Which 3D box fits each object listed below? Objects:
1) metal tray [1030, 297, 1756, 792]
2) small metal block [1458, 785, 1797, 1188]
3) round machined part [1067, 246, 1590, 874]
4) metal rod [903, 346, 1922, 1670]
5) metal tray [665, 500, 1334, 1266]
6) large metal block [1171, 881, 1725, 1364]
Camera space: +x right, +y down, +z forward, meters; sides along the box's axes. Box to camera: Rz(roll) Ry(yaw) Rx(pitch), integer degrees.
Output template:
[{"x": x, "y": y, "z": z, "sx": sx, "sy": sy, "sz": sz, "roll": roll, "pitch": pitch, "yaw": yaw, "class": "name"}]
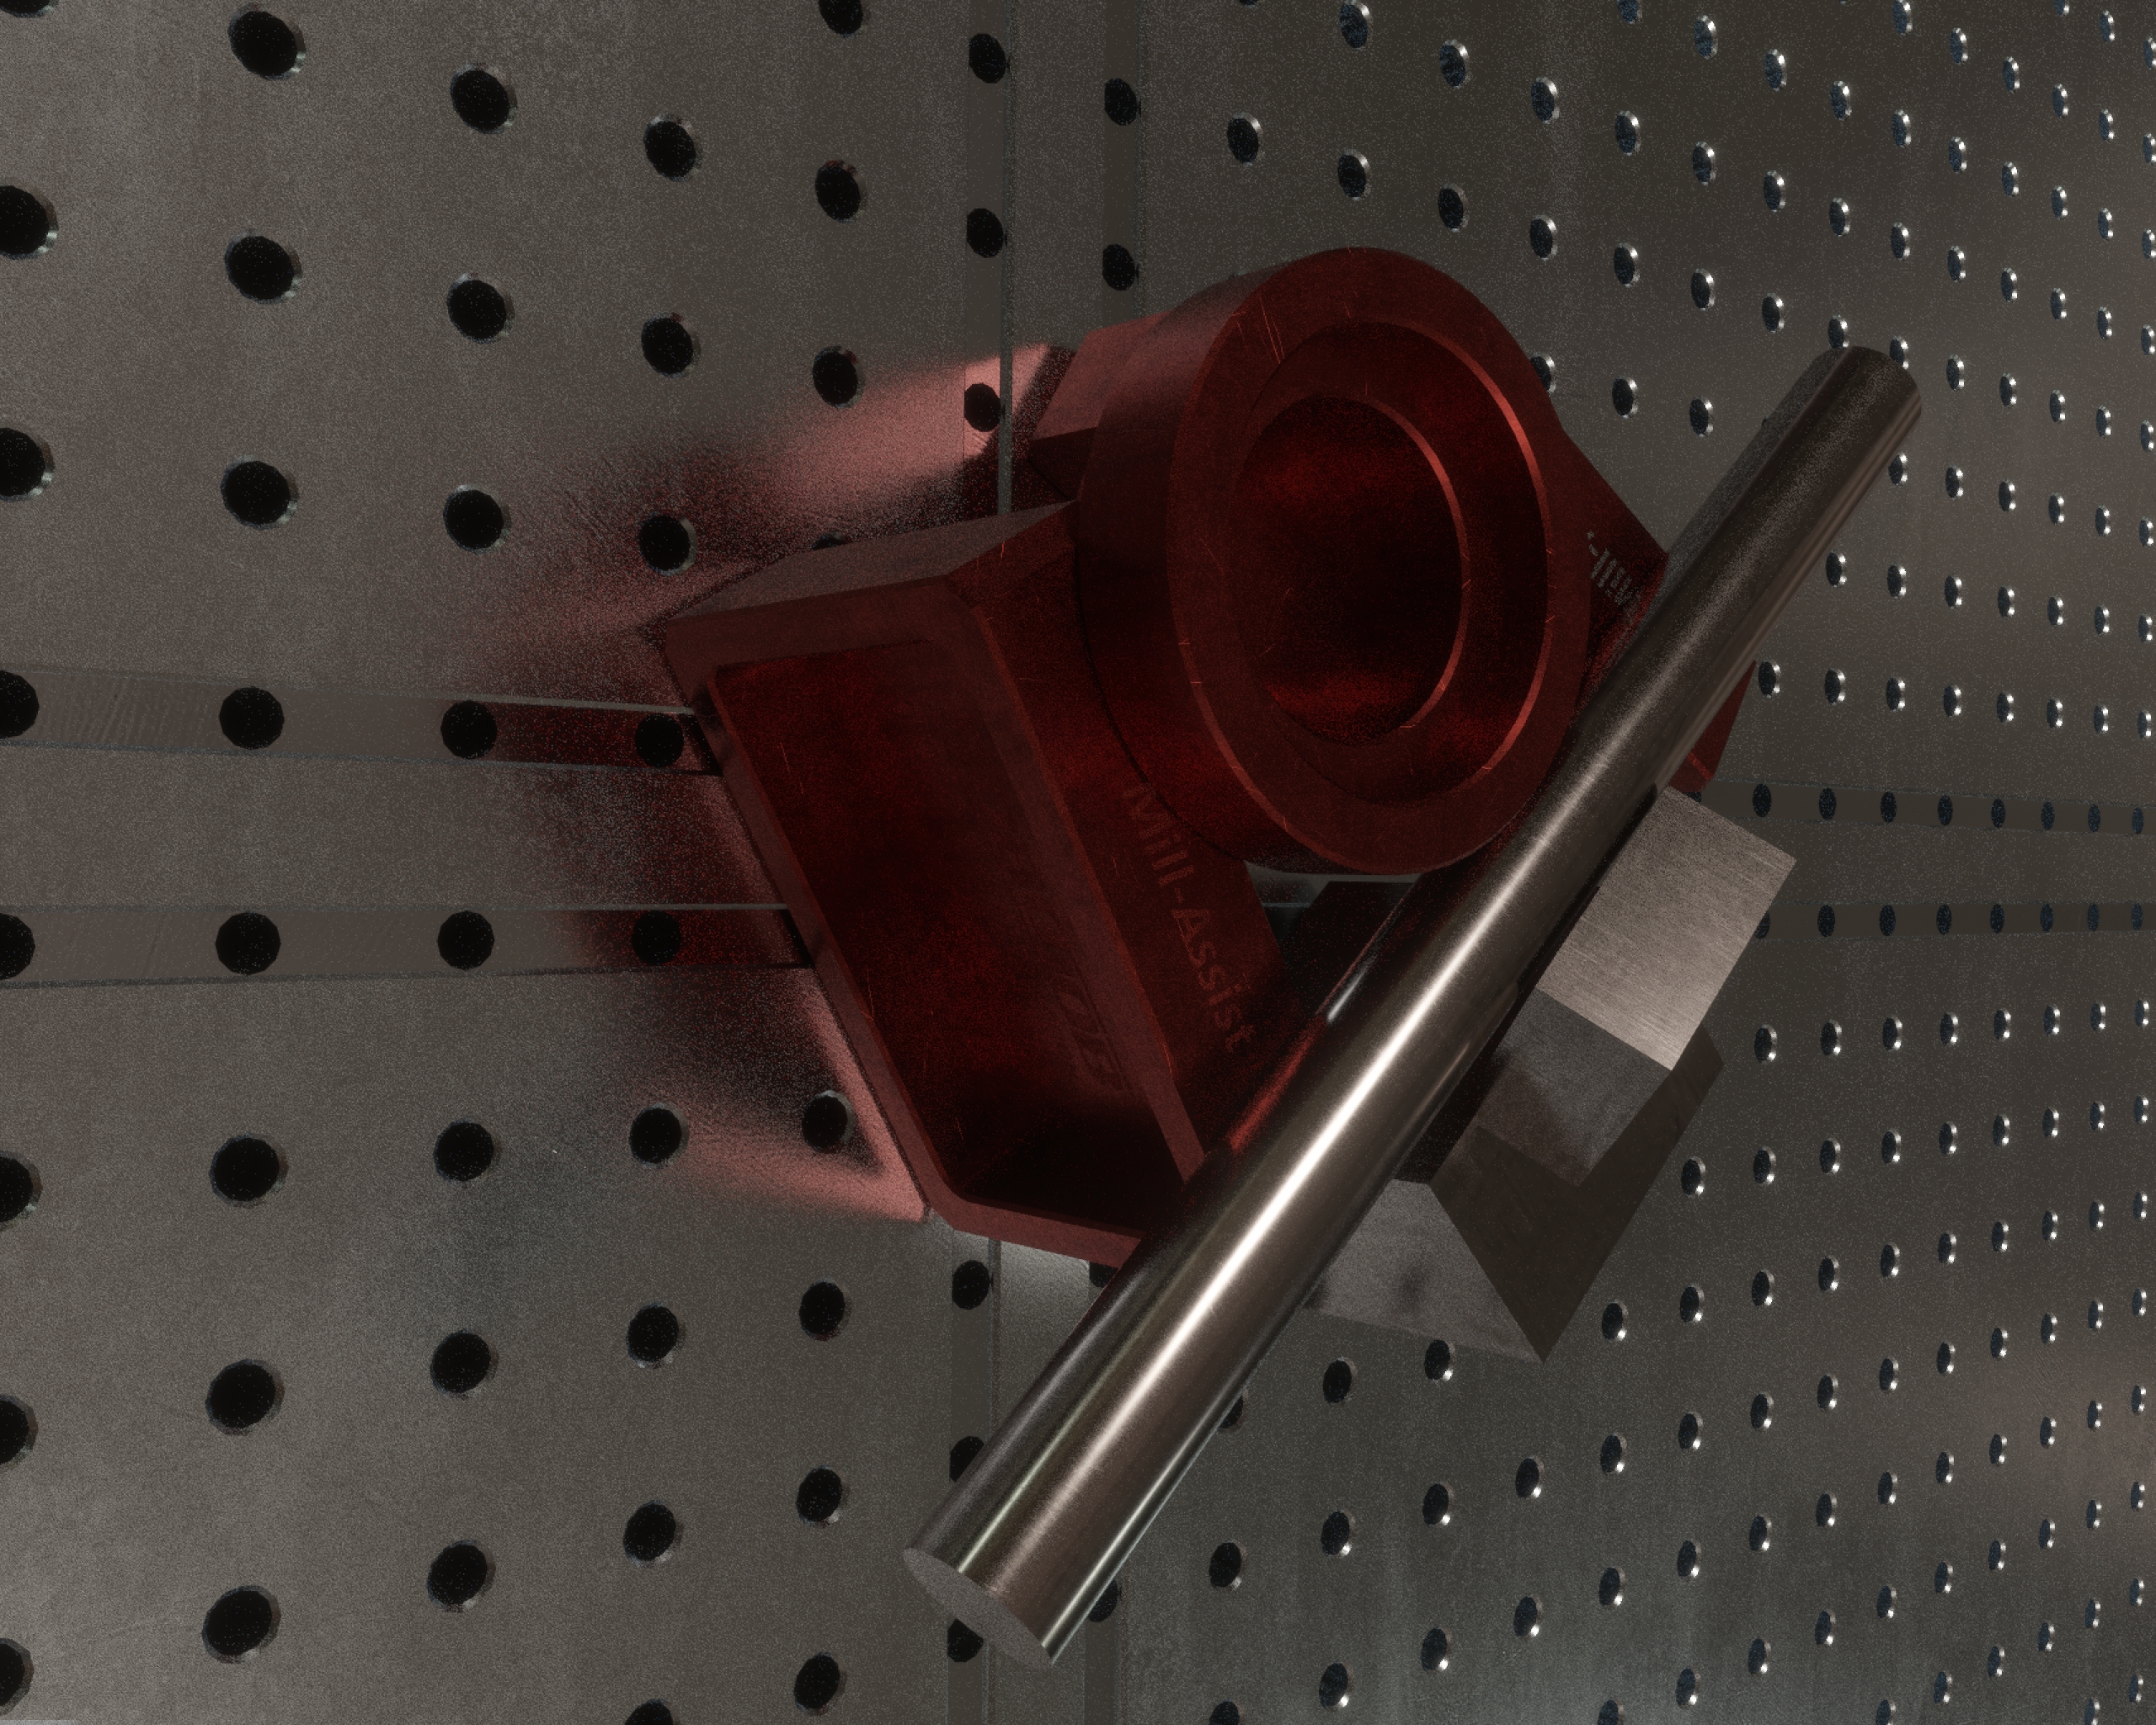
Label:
[{"x": 0.065, "y": -0.061, "z": 0.422, "sx": 0.130, "sy": 0.090, "sz": 0.030, "roll": 38, "pitch": 68, "yaw": -34, "class": "metal tray"}, {"x": 0.096, "y": 0.023, "z": 0.369, "sx": 0.025, "sy": 0.050, "sz": 0.050, "roll": 33, "pitch": 61, "yaw": 13, "class": "small metal block"}, {"x": 0.037, "y": -0.047, "z": 0.341, "sx": 0.099, "sy": 0.042, "sz": 0.097, "roll": 0, "pitch": 90, "yaw": -40, "class": "round machined part"}, {"x": 0.074, "y": 0.003, "z": 0.355, "sx": 0.301, "sy": 0.025, "sz": 0.025, "roll": -48, "pitch": 119, "yaw": -29, "class": "metal rod"}, {"x": -0.011, "y": 0.008, "z": 0.359, "sx": 0.030, "sy": 0.090, "sz": 0.129, "roll": -36, "pitch": 113, "yaw": -34, "class": "metal tray"}, {"x": 0.072, "y": 0.049, "z": 0.432, "sx": 0.080, "sy": 0.080, "sz": 0.050, "roll": -49, "pitch": 120, "yaw": -29, "class": "large metal block"}]
